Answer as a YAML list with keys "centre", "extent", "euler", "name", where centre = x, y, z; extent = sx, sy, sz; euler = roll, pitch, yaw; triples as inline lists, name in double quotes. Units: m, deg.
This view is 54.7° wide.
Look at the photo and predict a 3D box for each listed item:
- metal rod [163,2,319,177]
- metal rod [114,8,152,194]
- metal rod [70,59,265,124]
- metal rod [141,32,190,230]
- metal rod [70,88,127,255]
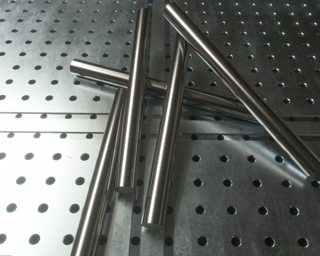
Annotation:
- centre: [0.100, -0.063, 0.415]
  extent: [0.025, 0.025, 0.300]
  euler: [-29, 70, -23]
  name: "metal rod"
- centre: [-0.032, -0.058, 0.427]
  extent: [0.025, 0.025, 0.299]
  euler: [2, 59, 1]
  name: "metal rod"
- centre: [0.007, -0.056, 0.454]
  extent: [0.301, 0.025, 0.025]
  euler: [16, 52, 12]
  name: "metal rod"
- centre: [0.015, -0.022, 0.401]
  extent: [0.025, 0.025, 0.300]
  euler: [7, 58, 5]
  name: "metal rod"
- centre: [-0.067, 0.065, 0.351]
  extent: [0.025, 0.025, 0.300]
  euler: [5, 50, 3]
  name: "metal rod"
